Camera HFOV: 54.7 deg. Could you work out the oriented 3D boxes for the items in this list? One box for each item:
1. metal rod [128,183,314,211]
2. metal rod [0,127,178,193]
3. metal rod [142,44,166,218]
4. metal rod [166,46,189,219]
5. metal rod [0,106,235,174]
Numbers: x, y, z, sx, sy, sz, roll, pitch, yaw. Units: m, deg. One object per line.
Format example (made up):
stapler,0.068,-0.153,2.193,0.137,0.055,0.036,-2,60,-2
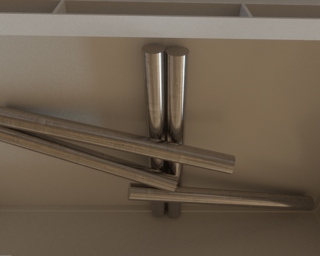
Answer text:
metal rod,0.102,0.108,0.478,0.302,0.025,0.025,7,130,-14
metal rod,-0.121,0.033,0.417,0.302,0.025,0.025,18,128,-9
metal rod,-0.005,0.028,0.429,0.025,0.025,0.298,-1,130,0
metal rod,0.021,0.030,0.431,0.025,0.025,0.298,-1,130,0
metal rod,-0.055,0.016,0.394,0.302,0.025,0.025,12,129,-2
